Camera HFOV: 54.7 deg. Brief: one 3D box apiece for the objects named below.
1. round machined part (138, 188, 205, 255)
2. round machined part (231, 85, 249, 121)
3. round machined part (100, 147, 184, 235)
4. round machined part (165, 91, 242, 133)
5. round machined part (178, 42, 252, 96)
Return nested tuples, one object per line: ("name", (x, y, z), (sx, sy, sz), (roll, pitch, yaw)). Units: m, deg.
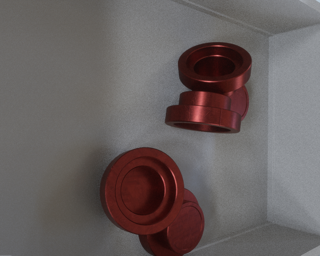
("round machined part", (0.022, 0.129, 0.417), (0.099, 0.042, 0.097), (0, 91, -40))
("round machined part", (0.102, -0.042, 0.484), (0.099, 0.042, 0.097), (0, 90, -40))
("round machined part", (-0.024, 0.073, 0.367), (0.099, 0.042, 0.098), (6, 77, -27))
("round machined part", (0.058, -0.021, 0.410), (0.099, 0.098, 0.042), (12, 83, -40))
("round machined part", (0.076, -0.077, 0.432), (0.098, 0.098, 0.042), (-45, 144, -31))
